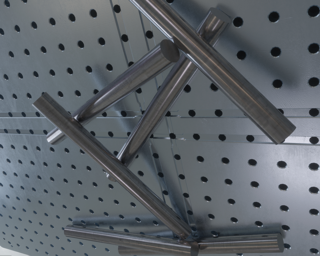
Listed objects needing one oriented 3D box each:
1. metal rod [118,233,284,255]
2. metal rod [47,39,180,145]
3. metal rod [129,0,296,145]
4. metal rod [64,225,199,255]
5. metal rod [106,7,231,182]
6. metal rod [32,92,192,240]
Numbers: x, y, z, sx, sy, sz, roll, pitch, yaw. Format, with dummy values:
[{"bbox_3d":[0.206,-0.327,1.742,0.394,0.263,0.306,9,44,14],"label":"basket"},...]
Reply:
[{"bbox_3d":[0.046,0.193,0.506,0.300,0.025,0.025,-18,109,35],"label":"metal rod"},{"bbox_3d":[-0.083,-0.029,0.408,0.299,0.025,0.025,-26,104,46],"label":"metal rod"},{"bbox_3d":[0.016,-0.100,0.312,0.300,0.025,0.025,46,130,7],"label":"metal rod"},{"bbox_3d":[-0.068,0.199,0.556,0.300,0.025,0.025,-7,115,36],"label":"metal rod"},{"bbox_3d":[-0.007,-0.019,0.403,0.025,0.025,0.298,38,129,3],"label":"metal rod"},{"bbox_3d":[-0.059,0.064,0.449,0.025,0.025,0.300,-30,112,38],"label":"metal rod"}]
